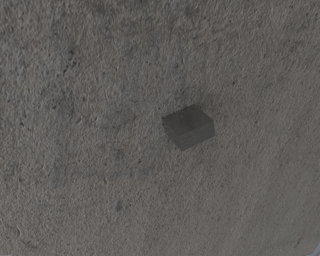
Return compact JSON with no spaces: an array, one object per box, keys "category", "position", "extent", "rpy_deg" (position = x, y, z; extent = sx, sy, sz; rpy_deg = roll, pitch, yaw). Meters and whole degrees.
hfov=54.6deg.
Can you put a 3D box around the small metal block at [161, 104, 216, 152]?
[{"category":"small metal block","position":[0.037,-0.002,0.409],"extent":[0.050,0.050,0.025],"rpy_deg":[-24,127,-14]}]
